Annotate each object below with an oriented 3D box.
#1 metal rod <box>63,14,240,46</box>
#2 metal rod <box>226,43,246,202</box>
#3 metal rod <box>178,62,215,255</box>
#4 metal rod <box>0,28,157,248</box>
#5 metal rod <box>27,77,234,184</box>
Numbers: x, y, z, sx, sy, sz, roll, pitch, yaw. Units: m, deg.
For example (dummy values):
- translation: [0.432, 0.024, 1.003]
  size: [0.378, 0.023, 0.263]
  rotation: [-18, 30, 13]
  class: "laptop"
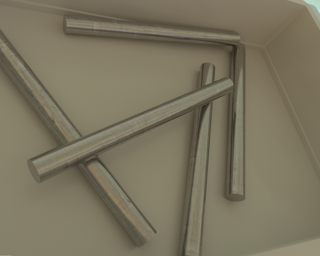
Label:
- translation: [0.004, -0.152, 0.493]
  size: [0.303, 0.025, 0.025]
  rotation: [-4, 64, -28]
  class: "metal rod"
- translation: [0.123, -0.029, 0.491]
  size: [0.025, 0.025, 0.300]
  rotation: [22, 53, -15]
  class: "metal rod"
- translation: [0.055, 0.022, 0.423]
  size: [0.025, 0.025, 0.300]
  rotation: [22, 53, -16]
  class: "metal rod"
- translation: [-0.107, 0.003, 0.346]
  size: [0.025, 0.025, 0.300]
  rotation: [-33, 81, -38]
  class: "metal rod"
- translation: [-0.008, -0.012, 0.376]
  size: [0.302, 0.025, 0.025]
  rotation: [-26, 76, -37]
  class: "metal rod"
